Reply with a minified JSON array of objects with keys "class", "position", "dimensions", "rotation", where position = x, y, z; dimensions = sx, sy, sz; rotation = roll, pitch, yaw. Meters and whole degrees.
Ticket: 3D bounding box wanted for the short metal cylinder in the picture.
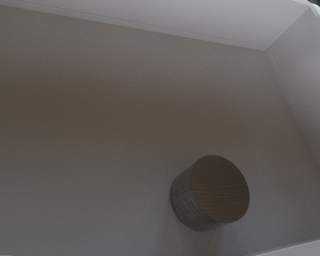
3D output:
[{"class":"short metal cylinder","position":[0.059,0.079,0.373],"dimensions":[0.081,0.050,0.080],"rotation":[13,56,-21]}]
